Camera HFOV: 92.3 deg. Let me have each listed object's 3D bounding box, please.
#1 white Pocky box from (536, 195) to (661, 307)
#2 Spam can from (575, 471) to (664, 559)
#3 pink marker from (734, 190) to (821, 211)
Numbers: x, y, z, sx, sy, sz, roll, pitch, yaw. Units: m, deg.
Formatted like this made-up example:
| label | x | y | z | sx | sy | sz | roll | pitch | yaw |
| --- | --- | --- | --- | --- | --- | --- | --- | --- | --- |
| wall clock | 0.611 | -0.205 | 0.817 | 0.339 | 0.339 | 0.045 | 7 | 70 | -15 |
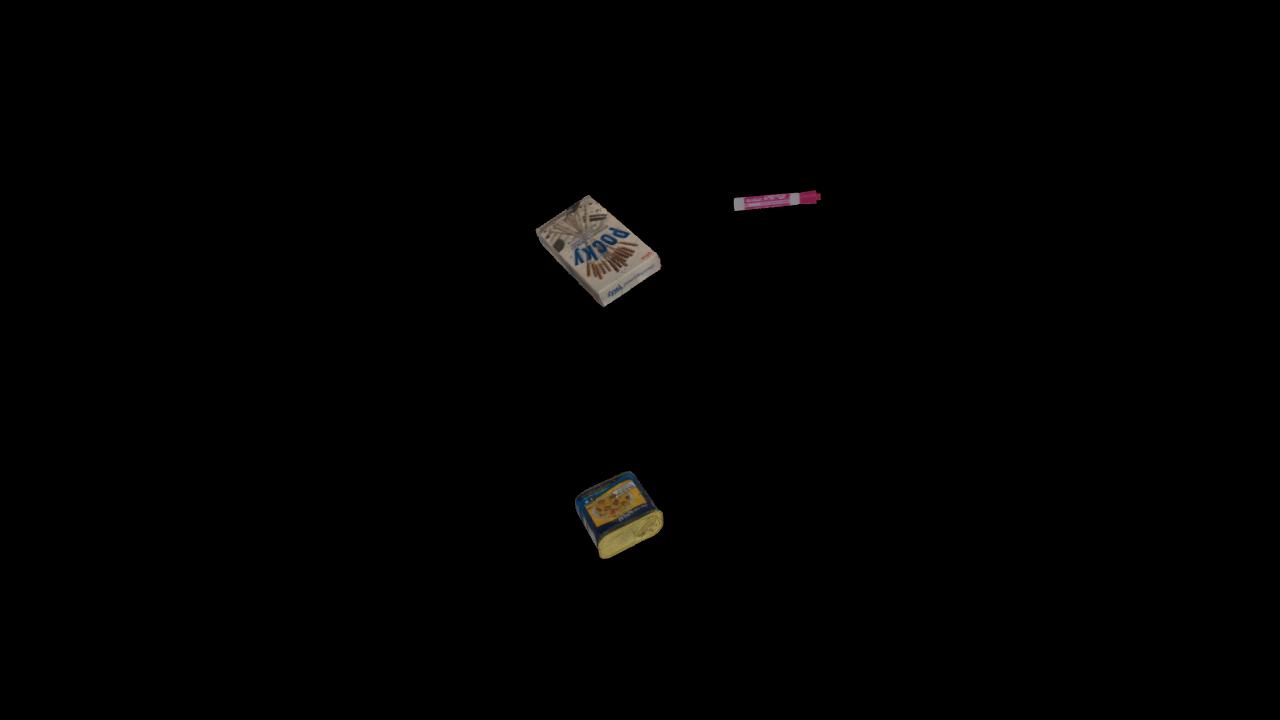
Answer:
| label | x | y | z | sx | sy | sz | roll | pitch | yaw |
| --- | --- | --- | --- | --- | --- | --- | --- | --- | --- |
| white Pocky box | -0.052 | -0.131 | 0.719 | 0.084 | 0.154 | 0.028 | -35 | -37 | -10 |
| Spam can | -0.031 | 0.215 | 0.865 | 0.101 | 0.058 | 0.085 | -21 | 45 | -21 |
| pink marker | 0.196 | -0.228 | 0.880 | 0.121 | 0.020 | 0.020 | -1 | 0 | 17 |
